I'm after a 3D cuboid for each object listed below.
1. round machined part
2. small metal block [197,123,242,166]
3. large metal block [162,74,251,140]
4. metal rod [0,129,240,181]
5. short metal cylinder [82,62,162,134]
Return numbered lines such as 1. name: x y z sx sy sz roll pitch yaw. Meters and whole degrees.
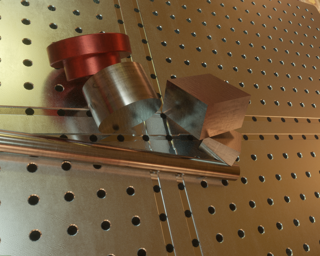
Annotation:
1. round machined part: -0.082 -0.082 0.376 0.099 0.098 0.042 -15 98 -34
2. small metal block: 0.083 0.019 0.428 0.050 0.025 0.050 26 32 1
3. large metal block: 0.062 -0.033 0.425 0.081 0.050 0.080 -14 37 -34
4. metal rod: -0.034 0.036 0.368 0.302 0.025 0.025 10 57 -23
5. short metal cylinder: -0.045 -0.035 0.370 0.081 0.080 0.050 -16 72 -35
